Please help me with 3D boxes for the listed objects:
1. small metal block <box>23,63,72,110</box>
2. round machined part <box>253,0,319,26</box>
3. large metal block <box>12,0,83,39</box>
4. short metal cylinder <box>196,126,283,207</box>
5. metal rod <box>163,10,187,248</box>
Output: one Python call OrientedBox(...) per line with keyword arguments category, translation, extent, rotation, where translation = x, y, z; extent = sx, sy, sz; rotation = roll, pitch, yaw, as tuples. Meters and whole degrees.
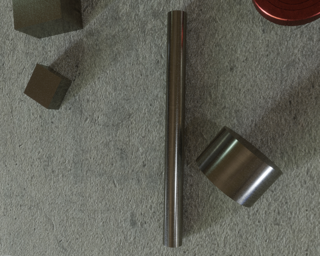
OrientedBox(category="small metal block", translation=(-0.169, -0.062, 0.467), extent=(0.050, 0.025, 0.050), rotation=(32, 100, 17))
OrientedBox(category="round machined part", translation=(0.152, -0.162, 0.346), extent=(0.098, 0.042, 0.097), rotation=(0, 90, 19))
OrientedBox(category="large metal block", translation=(-0.164, -0.183, 0.452), extent=(0.080, 0.050, 0.080), rotation=(-6, 88, 19))
OrientedBox(category="short metal cylinder", translation=(0.088, 0.042, 0.349), extent=(0.080, 0.080, 0.050), rotation=(41, 103, 15))
OrientedBox(category="metal rod", translation=(0.019, 0.001, 0.401), extent=(0.025, 0.025, 0.298), rotation=(1, 90, 19))
